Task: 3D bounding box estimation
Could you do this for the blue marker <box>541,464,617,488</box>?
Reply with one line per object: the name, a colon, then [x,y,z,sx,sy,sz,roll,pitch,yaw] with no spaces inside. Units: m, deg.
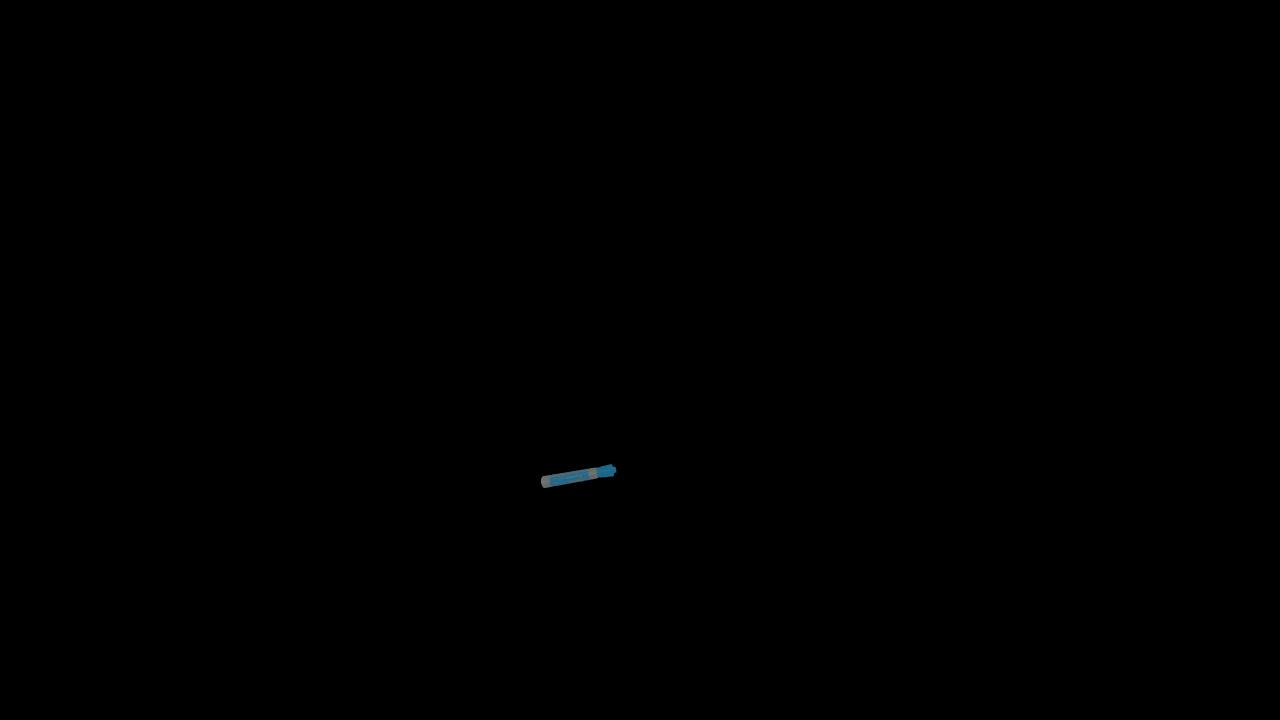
blue marker: [-0.095,0.180,0.953,0.121,0.020,0.020,-12,-3,13]
